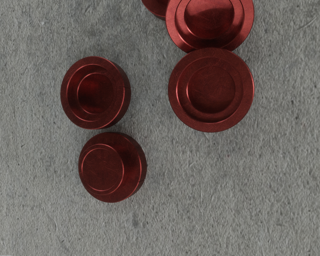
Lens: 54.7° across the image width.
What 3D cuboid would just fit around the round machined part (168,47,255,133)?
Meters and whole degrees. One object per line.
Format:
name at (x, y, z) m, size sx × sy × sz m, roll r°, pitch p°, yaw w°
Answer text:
round machined part at (0.063, -0.046, 0.372) m, size 0.098 × 0.042 × 0.097 m, roll 4°, pitch 102°, yaw 17°

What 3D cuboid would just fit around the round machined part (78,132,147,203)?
round machined part at (-0.071, 0.054, 0.425) m, size 0.098 × 0.042 × 0.097 m, roll 0°, pitch 90°, yaw 20°

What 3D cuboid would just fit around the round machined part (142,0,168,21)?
round machined part at (0.017, -0.190, 0.394) m, size 0.098 × 0.042 × 0.097 m, roll 0°, pitch 90°, yaw 20°

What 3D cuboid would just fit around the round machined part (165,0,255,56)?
round machined part at (0.057, -0.135, 0.361) m, size 0.099 × 0.042 × 0.097 m, roll 4°, pitch 134°, yaw 4°

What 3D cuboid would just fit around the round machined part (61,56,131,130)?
round machined part at (-0.084, -0.047, 0.430) m, size 0.098 × 0.042 × 0.097 m, roll 0°, pitch 90°, yaw 20°
